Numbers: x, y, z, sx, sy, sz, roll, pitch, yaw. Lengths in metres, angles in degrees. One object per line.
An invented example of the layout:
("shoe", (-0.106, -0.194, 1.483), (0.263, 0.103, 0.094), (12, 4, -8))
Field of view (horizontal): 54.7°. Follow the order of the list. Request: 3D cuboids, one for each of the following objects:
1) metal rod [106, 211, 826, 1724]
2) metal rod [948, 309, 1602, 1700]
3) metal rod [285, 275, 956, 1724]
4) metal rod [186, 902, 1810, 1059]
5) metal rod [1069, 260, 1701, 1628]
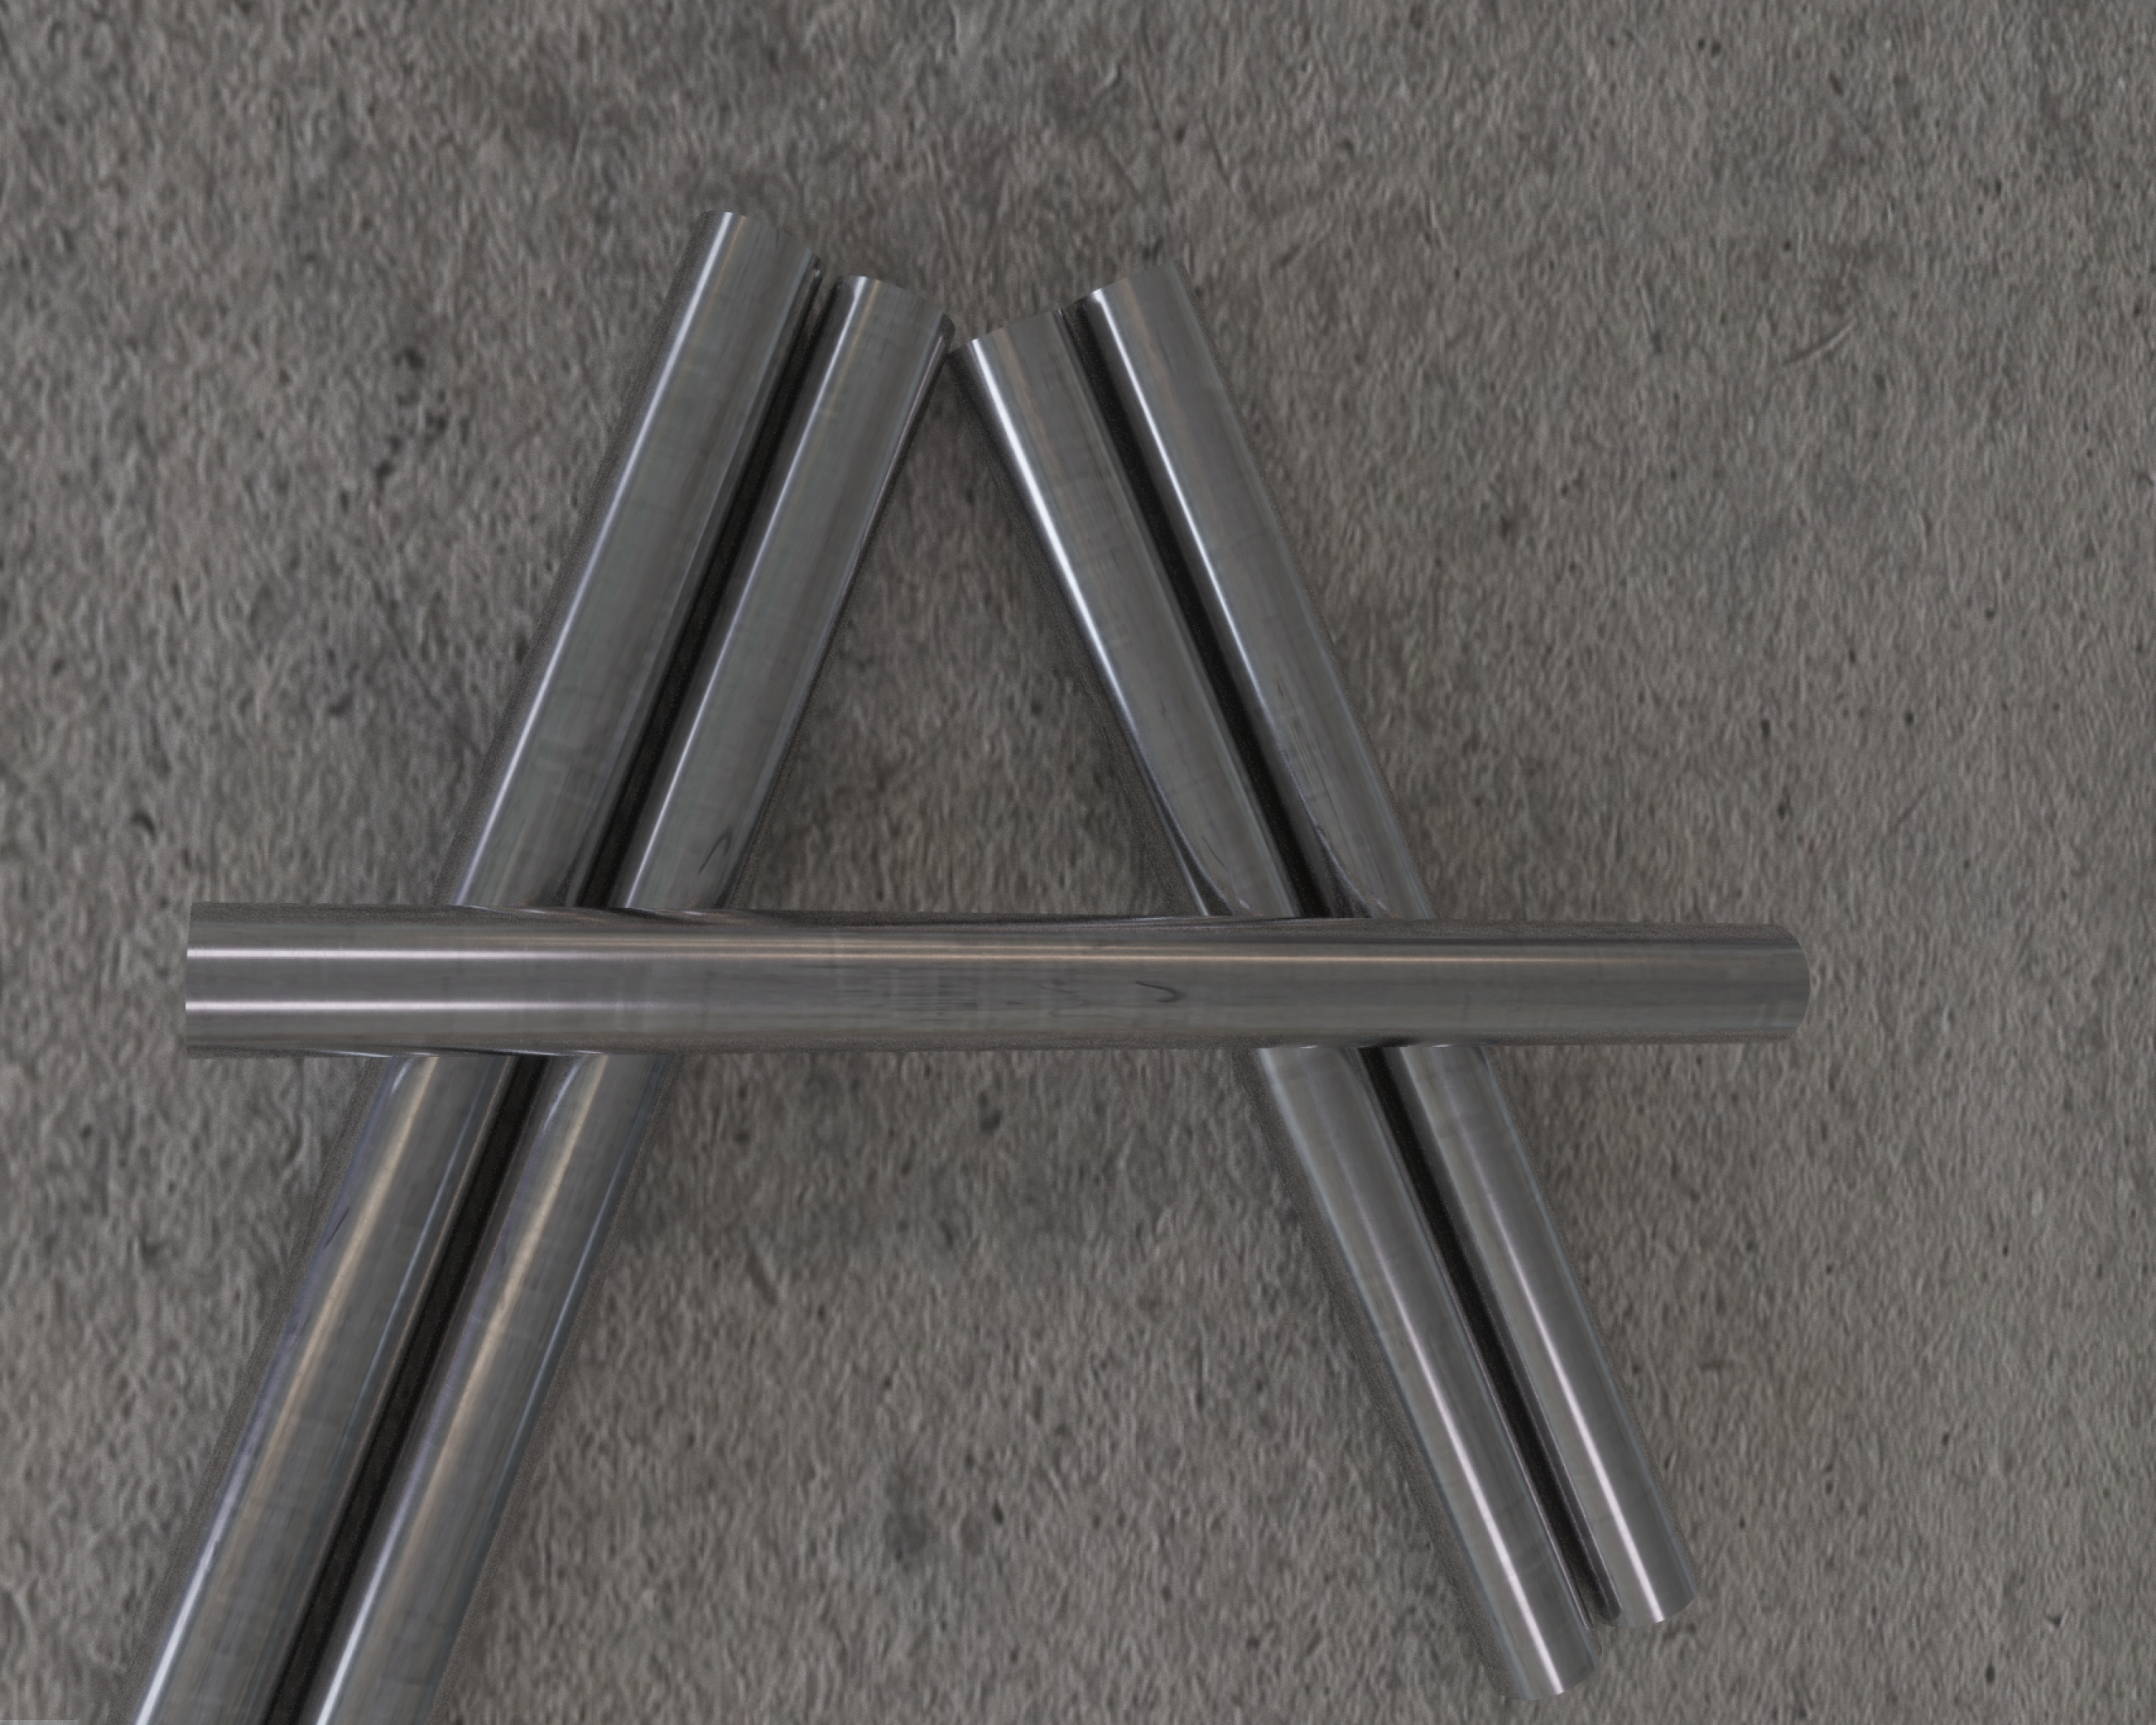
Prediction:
("metal rod", (-0.108, 0.026, 0.369), (0.025, 0.025, 0.299), (22, 83, -19))
("metal rod", (0.043, 0.034, 0.424), (0.025, 0.025, 0.299), (-25, 99, -18))
("metal rod", (-0.084, 0.035, 0.377), (0.025, 0.025, 0.299), (22, 83, -19))
("metal rod", (0.002, 0.022, 0.381), (0.302, 0.025, 0.025), (1, 90, -20))
("metal rod", (0.066, 0.022, 0.433), (0.025, 0.025, 0.299), (-25, 99, -18))
